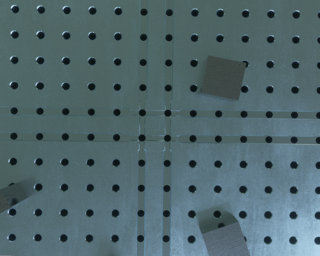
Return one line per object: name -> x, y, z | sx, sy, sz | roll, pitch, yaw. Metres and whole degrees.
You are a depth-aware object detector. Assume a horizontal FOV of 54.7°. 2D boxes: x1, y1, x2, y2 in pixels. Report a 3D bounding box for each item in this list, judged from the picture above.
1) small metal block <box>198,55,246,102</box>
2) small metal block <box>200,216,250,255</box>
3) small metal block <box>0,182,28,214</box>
small metal block -> 0.083, -0.065, 0.414 | 0.050, 0.025, 0.050 | 11, 90, -1
small metal block -> 0.087, 0.153, 0.415 | 0.050, 0.025, 0.050 | -19, 90, -1
small metal block -> -0.209, 0.098, 0.398 | 0.050, 0.050, 0.025 | -31, 90, 0
